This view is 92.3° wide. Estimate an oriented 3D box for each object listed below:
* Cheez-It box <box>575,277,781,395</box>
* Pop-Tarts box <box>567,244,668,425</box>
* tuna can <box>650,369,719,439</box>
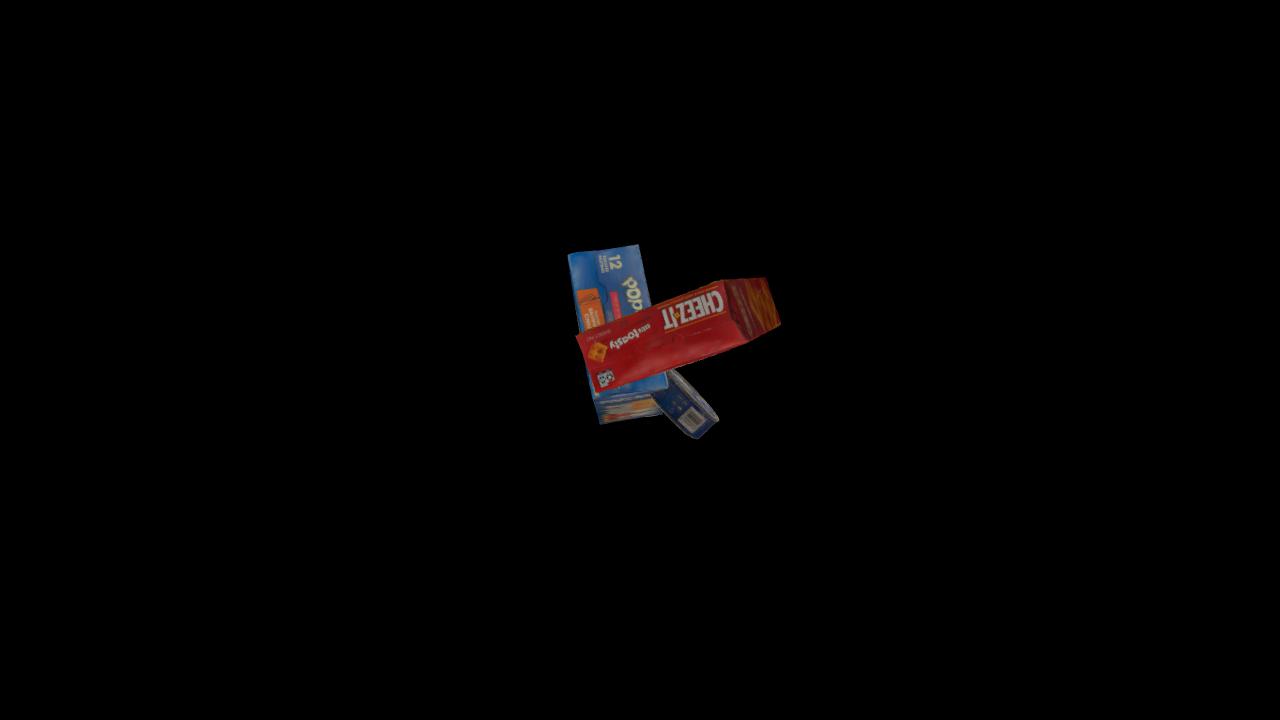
[{"bbox_3d":[0.054,-0.033,0.681,0.166,0.071,0.223,-20,0,23],"label":"Cheez-It box"},{"bbox_3d":[-0.026,-0.023,0.708,0.083,0.167,0.141,-11,-16,-4],"label":"Pop-Tarts box"},{"bbox_3d":[0.044,0.045,0.657,0.034,0.084,0.084,-45,-6,7],"label":"tuna can"}]
